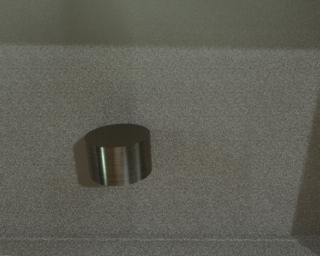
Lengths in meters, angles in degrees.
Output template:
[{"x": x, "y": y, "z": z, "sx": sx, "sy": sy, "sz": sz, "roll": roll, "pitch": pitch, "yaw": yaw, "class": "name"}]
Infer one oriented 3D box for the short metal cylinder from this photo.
[{"x": -0.051, "y": 0.031, "z": 0.393, "sx": 0.081, "sy": 0.080, "sz": 0.050, "roll": -2, "pitch": 110, "yaw": 0, "class": "short metal cylinder"}]
